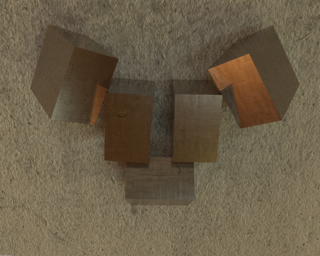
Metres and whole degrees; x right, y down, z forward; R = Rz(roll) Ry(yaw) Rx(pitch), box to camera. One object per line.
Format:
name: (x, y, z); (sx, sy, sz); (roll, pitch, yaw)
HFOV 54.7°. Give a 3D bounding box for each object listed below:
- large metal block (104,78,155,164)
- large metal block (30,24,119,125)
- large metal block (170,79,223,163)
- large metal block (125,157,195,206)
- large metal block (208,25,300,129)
large metal block: (-0.035, -0.012, 0.377); (0.050, 0.080, 0.079); (5, 110, -2)
large metal block: (-0.100, -0.060, 0.349); (0.050, 0.080, 0.079); (7, 115, -42)
large metal block: (0.040, -0.012, 0.378); (0.050, 0.080, 0.079); (1, 110, -1)
large metal block: (0.000, 0.071, 0.401); (0.081, 0.080, 0.050); (1, 71, -1)
large metal block: (0.111, -0.058, 0.355); (0.050, 0.080, 0.080); (-15, 114, 45)
